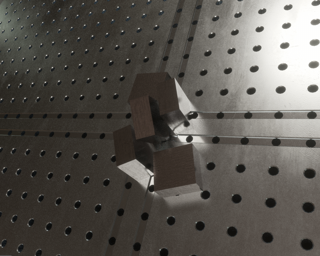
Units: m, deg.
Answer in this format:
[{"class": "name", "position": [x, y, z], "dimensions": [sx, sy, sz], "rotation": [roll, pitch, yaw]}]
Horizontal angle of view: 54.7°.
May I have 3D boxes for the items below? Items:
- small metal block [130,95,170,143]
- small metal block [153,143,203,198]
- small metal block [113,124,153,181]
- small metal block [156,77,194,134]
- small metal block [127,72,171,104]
[{"class": "small metal block", "position": [-0.012, -0.009, 0.394], "dimensions": [0.025, 0.050, 0.050], "rotation": [-15, 76, 20]}, {"class": "small metal block", "position": [0.021, 0.051, 0.365], "dimensions": [0.050, 0.025, 0.050], "rotation": [-15, 56, 19]}, {"class": "small metal block", "position": [-0.033, 0.032, 0.389], "dimensions": [0.025, 0.050, 0.050], "rotation": [-23, 54, 14]}, {"class": "small metal block", "position": [0.020, -0.027, 0.398], "dimensions": [0.025, 0.050, 0.050], "rotation": [-18, 55, 17]}, {"class": "small metal block", "position": [-0.013, -0.052, 0.445], "dimensions": [0.050, 0.025, 0.050], "rotation": [2, 62, 28]}]
